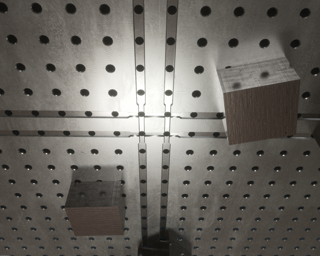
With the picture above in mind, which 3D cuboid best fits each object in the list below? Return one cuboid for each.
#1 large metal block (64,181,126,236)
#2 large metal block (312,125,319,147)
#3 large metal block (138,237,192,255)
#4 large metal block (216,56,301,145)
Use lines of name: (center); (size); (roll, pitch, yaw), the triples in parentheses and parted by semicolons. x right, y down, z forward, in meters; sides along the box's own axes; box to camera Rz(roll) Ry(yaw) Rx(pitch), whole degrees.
large metal block: (-0.102, 0.132, 0.506); (0.081, 0.050, 0.079); (-1, 130, 0)
large metal block: (0.265, 0.004, 0.403); (0.081, 0.050, 0.079); (11, 129, -10)
large metal block: (0.011, 0.275, 0.630); (0.080, 0.050, 0.080); (-31, 124, 23)
large metal block: (0.115, -0.031, 0.371); (0.080, 0.050, 0.080); (-10, 130, 8)
